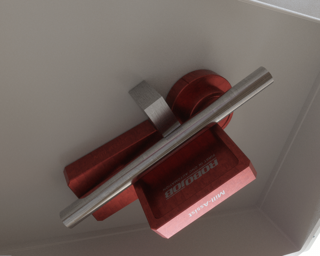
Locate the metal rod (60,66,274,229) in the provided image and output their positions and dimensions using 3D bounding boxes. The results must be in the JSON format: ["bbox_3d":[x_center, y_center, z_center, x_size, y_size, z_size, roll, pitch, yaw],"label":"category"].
[{"bbox_3d":[0.008,0.024,0.376,0.301,0.025,0.025,-36,130,1],"label":"metal rod"}]

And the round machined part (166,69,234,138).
[{"bbox_3d":[0.059,-0.025,0.414,0.099,0.042,0.097,-14,125,-21],"label":"round machined part"}]

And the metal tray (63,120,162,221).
[{"bbox_3d":[-0.048,0.058,0.415,0.131,0.030,0.090,-31,129,-9],"label":"metal tray"}]

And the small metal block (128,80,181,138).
[{"bbox_3d":[-0.007,-0.024,0.374,0.025,0.050,0.050,-38,130,-3],"label":"small metal block"}]

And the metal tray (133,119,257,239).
[{"bbox_3d":[0.036,0.057,0.372,0.130,0.090,0.030,-35,132,3],"label":"metal tray"}]
